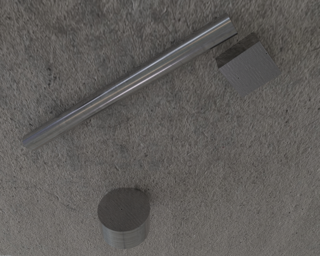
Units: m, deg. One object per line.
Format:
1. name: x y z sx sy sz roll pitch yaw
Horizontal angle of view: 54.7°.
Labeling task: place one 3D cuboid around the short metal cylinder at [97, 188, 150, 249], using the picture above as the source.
1. short metal cylinder: -0.056 0.142 0.492 0.081 0.080 0.050 1 130 -1

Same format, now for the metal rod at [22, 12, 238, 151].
1. metal rod: -0.051 -0.044 0.369 0.300 0.025 0.025 -27 125 21

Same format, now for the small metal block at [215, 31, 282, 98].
1. small metal block: 0.099 -0.070 0.349 0.050 0.025 0.050 -33 123 25
